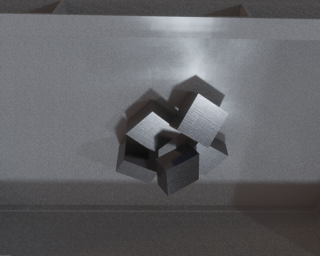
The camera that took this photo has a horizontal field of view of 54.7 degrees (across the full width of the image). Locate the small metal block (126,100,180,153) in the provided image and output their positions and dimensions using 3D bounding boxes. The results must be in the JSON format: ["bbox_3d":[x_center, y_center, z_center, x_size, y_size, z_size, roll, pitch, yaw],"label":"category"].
[{"bbox_3d":[-0.008,-0.001,0.405,0.050,0.025,0.050,36,121,-27],"label":"small metal block"}]

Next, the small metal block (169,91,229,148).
[{"bbox_3d":[0.048,-0.010,0.384,0.050,0.025,0.050,30,91,-24],"label":"small metal block"}]

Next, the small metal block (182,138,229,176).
[{"bbox_3d":[0.059,0.035,0.437,0.050,0.025,0.050,28,124,-23],"label":"small metal block"}]

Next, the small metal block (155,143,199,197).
[{"bbox_3d":[0.024,0.055,0.406,0.050,0.025,0.050,-25,134,-22],"label":"small metal block"}]

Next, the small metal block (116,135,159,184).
[{"bbox_3d":[-0.030,0.042,0.425,0.050,0.050,0.025,23,126,-19],"label":"small metal block"}]
